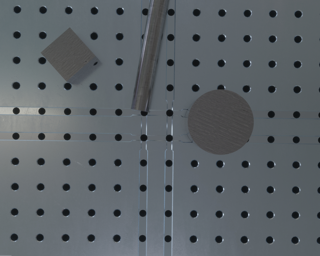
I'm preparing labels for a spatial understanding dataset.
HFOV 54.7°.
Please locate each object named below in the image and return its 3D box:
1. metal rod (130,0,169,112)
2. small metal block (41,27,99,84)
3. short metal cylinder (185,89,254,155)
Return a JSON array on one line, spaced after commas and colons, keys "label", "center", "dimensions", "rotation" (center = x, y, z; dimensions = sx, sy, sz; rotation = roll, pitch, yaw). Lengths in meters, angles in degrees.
[{"label": "metal rod", "center": [-0.001, -0.170, 0.413], "dimensions": [0.025, 0.025, 0.298], "rotation": [10, 90, 0]}, {"label": "small metal block", "center": [-0.119, -0.095, 0.412], "dimensions": [0.050, 0.025, 0.050], "rotation": [-42, 90, 0]}, {"label": "short metal cylinder", "center": [0.074, -0.007, 0.401], "dimensions": [0.081, 0.050, 0.079], "rotation": [0, 90, 0]}]
